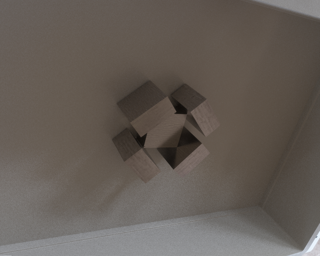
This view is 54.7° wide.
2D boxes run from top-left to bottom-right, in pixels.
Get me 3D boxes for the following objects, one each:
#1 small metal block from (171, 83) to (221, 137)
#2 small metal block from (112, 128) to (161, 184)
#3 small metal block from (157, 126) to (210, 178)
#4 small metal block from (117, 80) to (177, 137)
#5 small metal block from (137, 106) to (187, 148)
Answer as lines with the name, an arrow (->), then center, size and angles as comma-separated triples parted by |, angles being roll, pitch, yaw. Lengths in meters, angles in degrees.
small metal block -> 0.046, -0.023, 0.400 | 0.025, 0.050, 0.050 | -39, 130, -3
small metal block -> -0.030, 0.035, 0.395 | 0.025, 0.050, 0.050 | -38, 129, -2
small metal block -> 0.031, 0.032, 0.426 | 0.050, 0.050, 0.025 | -43, 130, 0
small metal block -> -0.017, -0.024, 0.366 | 0.050, 0.050, 0.025 | -36, 128, -4
small metal block -> 0.002, -0.002, 0.406 | 0.050, 0.025, 0.050 | 1, 118, -29
